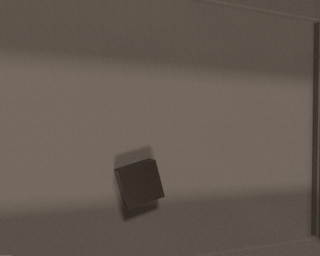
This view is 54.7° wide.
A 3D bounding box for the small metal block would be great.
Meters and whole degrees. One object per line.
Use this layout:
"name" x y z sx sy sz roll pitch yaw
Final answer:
"small metal block" -0.027 0.071 0.402 0.050 0.025 0.050 -16 96 -20
